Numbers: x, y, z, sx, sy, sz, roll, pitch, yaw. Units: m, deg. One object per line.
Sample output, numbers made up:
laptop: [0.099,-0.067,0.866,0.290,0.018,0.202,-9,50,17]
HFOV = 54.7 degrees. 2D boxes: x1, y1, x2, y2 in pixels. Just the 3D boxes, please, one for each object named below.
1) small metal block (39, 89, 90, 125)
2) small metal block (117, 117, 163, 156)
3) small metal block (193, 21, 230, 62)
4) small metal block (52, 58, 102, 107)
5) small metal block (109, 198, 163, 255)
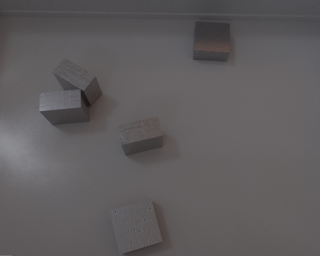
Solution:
small metal block: [-0.123,-0.026,0.404,0.050,0.050,0.025,-6,71,-2]
small metal block: [-0.024,0.011,0.392,0.050,0.050,0.025,-13,71,-5]
small metal block: [0.076,-0.128,0.457,0.050,0.025,0.050,4,70,1]
small metal block: [-0.110,-0.060,0.417,0.050,0.050,0.025,31,73,10]
small metal block: [-0.028,0.116,0.367,0.050,0.025,0.050,-15,71,-6]
